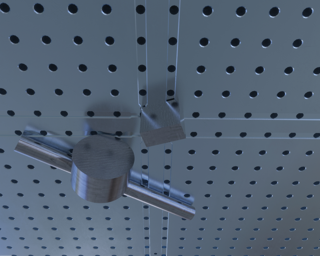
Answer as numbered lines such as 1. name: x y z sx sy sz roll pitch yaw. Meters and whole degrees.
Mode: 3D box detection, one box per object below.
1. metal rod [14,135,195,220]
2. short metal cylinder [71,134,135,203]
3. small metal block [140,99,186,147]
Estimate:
1. metal rod: -0.071 0.084 0.482 0.301 0.025 0.025 27 125 -22
2. short metal cylinder: -0.078 0.054 0.421 0.081 0.080 0.050 10 130 -8
3. small metal block: 0.004 -0.007 0.389 0.050 0.050 0.025 -13 129 11
